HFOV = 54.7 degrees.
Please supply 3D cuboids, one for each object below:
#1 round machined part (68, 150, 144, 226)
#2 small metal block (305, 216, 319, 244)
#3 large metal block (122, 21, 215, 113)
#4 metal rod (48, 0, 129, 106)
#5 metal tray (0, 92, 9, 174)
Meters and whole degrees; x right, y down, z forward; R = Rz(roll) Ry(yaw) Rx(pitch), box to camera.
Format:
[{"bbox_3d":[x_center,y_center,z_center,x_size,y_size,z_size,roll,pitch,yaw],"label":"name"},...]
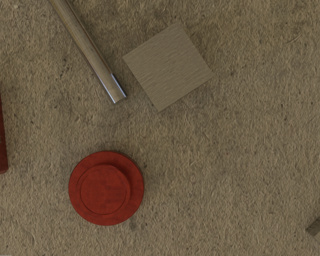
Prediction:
[{"bbox_3d":[-0.070,0.079,0.401,0.099,0.042,0.097,0,90,0],"label":"round machined part"},{"bbox_3d":[0.235,0.140,0.412,0.050,0.025,0.050,-45,90,0],"label":"small metal block"},{"bbox_3d":[0.010,-0.074,0.398,0.080,0.050,0.080,-33,90,0],"label":"large metal block"},{"bbox_3d":[-0.130,-0.163,0.408,0.025,0.025,0.299,-32,90,0],"label":"metal rod"},{"bbox_3d":[-0.257,0.001,0.405,0.091,0.030,0.129,-6,90,0],"label":"metal tray"}]
